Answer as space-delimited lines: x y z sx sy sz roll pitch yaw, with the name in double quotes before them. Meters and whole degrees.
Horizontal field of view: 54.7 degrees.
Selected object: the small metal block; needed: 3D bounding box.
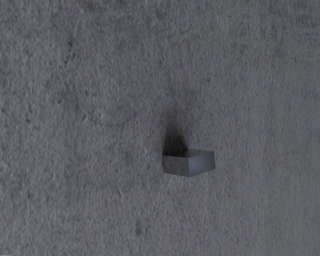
"small metal block" 0.039 0.047 0.424 0.050 0.050 0.025 -10 97 -40
